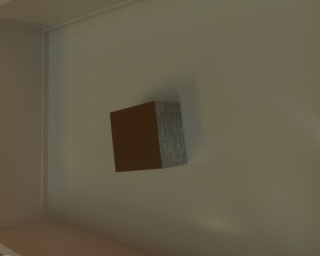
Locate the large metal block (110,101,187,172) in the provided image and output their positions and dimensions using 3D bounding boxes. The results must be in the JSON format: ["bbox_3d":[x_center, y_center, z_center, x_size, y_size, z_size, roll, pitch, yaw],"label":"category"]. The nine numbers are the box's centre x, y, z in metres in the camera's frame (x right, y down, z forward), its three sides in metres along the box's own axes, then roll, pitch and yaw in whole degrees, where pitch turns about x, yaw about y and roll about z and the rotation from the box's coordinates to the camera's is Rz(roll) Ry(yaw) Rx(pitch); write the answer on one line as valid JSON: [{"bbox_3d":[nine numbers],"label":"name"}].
[{"bbox_3d":[-0.016,0.013,0.405,0.080,0.050,0.080,-11,83,39],"label":"large metal block"}]
